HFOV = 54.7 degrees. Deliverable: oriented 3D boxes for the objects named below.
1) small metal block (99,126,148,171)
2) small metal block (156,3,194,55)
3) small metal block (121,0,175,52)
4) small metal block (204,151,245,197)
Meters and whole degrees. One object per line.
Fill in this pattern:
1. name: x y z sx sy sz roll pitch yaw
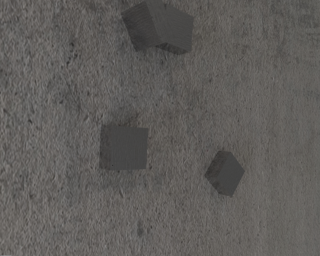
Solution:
1. small metal block: -0.043 0.024 0.369 0.050 0.025 0.050 4 87 -40
2. small metal block: 0.017 -0.132 0.418 0.050 0.025 0.050 9 84 -40
3. small metal block: -0.015 -0.125 0.375 0.025 0.050 0.050 -34 111 -35
4. small metal block: 0.103 0.072 0.491 0.050 0.025 0.050 50 61 -28
